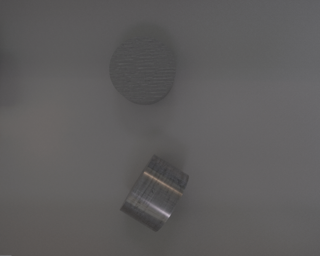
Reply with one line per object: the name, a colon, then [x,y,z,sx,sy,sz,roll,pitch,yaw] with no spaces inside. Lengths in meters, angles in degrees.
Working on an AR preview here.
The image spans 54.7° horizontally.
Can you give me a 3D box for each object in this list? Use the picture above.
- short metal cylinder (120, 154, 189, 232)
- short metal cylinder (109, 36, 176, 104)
short metal cylinder: [-0.007,0.079,0.384,0.050,0.080,0.080,32,90,0]
short metal cylinder: [-0.021,-0.071,0.399,0.081,0.050,0.080,0,90,0]
